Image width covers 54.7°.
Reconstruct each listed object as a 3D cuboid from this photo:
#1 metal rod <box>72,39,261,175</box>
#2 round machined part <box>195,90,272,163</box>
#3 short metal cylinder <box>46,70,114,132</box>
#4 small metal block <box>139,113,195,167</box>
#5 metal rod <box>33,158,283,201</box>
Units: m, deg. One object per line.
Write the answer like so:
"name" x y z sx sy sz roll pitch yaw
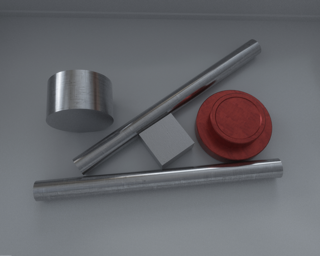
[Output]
"metal rod" 0.018 -0.035 0.421 0.301 0.025 0.025 -35 74 -12
"round machined part" 0.097 -0.006 0.401 0.099 0.042 0.098 0 70 -1
"short metal cylinder" -0.100 -0.031 0.390 0.081 0.080 0.050 -5 70 -2
"small metal block" 0.008 0.017 0.401 0.050 0.025 0.050 -34 74 -12
"metal rod" 0.000 0.064 0.385 0.302 0.025 0.025 -5 70 -3
